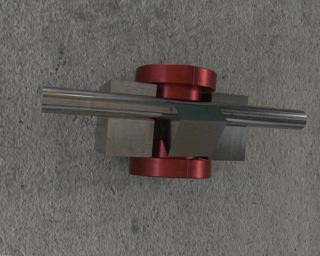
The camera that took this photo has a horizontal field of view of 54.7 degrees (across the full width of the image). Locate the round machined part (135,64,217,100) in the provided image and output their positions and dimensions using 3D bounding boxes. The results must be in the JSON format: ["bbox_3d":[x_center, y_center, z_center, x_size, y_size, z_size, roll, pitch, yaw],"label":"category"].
[{"bbox_3d":[0.018,-0.047,0.378,0.099,0.098,0.042,4,90,-20],"label":"round machined part"}]

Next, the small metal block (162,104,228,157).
[{"bbox_3d":[0.035,0.004,0.324,0.050,0.025,0.050,2,130,-19],"label":"small metal block"}]

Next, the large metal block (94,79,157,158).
[{"bbox_3d":[-0.043,-0.010,0.365,0.050,0.080,0.080,5,89,-20],"label":"large metal block"}]

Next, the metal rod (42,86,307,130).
[{"bbox_3d":[0.033,-0.018,0.337,0.302,0.025,0.025,3,89,-20],"label":"metal rod"}]

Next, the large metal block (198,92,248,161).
[{"bbox_3d":[0.068,-0.001,0.406,0.050,0.080,0.080,4,89,-20],"label":"large metal block"}]

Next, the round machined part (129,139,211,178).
[{"bbox_3d":[0.013,0.037,0.376,0.099,0.098,0.042,5,84,-20],"label":"round machined part"}]
